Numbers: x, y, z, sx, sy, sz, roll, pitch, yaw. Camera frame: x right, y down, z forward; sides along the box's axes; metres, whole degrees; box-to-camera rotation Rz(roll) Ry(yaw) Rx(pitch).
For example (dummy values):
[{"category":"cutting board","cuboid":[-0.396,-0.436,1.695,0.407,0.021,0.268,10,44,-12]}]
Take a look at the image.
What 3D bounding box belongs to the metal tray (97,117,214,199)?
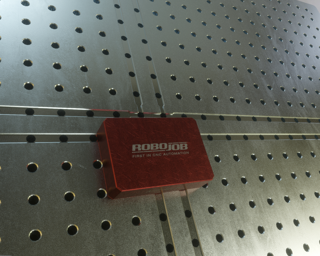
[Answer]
[{"category":"metal tray","cuboid":[-0.004,0.033,0.384,0.131,0.030,0.090,-1,62,-29]}]
